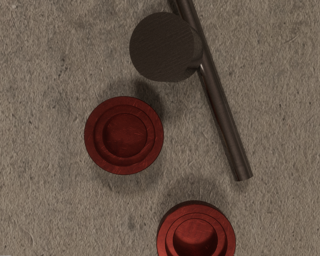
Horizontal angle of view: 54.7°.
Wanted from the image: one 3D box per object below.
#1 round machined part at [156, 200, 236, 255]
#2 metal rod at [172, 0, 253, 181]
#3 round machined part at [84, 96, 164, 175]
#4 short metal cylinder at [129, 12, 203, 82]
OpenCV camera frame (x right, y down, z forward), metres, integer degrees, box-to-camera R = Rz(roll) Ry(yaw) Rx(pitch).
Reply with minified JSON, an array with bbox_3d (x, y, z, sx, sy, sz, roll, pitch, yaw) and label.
[{"bbox_3d":[0.045,0.142,0.402,0.099,0.042,0.097,0,90,-1],"label":"round machined part"},{"bbox_3d":[0.062,-0.075,0.410,0.025,0.025,0.298,-19,90,0],"label":"metal rod"},{"bbox_3d":[-0.044,0.009,0.401,0.099,0.042,0.097,0,90,-1],"label":"round machined part"},{"bbox_3d":[0.009,-0.097,0.385,0.080,0.050,0.079,2,98,19],"label":"short metal cylinder"}]
